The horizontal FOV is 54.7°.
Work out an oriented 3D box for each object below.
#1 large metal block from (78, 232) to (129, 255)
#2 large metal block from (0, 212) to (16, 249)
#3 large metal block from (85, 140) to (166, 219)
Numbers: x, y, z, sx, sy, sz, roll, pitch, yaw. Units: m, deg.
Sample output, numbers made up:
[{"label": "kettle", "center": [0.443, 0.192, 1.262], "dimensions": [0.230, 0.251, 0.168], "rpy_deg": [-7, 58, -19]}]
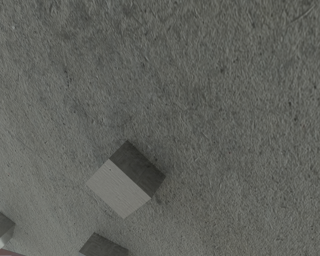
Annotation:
[{"label": "large metal block", "center": [-0.113, 0.267, 0.616], "dimensions": [0.080, 0.050, 0.079], "rpy_deg": [21, 126, 16]}, {"label": "large metal block", "center": [-0.404, 0.263, 0.748], "dimensions": [0.050, 0.080, 0.079], "rpy_deg": [36, 129, 4]}, {"label": "large metal block", "center": [-0.052, 0.079, 0.467], "dimensions": [0.080, 0.050, 0.080], "rpy_deg": [44, 129, -2]}]
